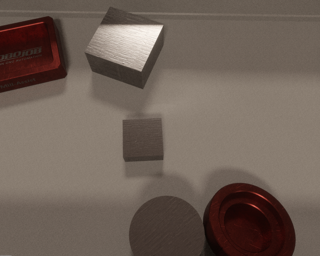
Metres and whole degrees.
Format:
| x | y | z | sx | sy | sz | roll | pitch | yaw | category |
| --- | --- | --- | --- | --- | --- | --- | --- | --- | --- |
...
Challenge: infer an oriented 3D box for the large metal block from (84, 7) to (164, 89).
| x | y | z | sx | sy | sz | roll | pitch | yaw | category |
| --- | --- | --- | --- | --- | --- | --- | --- | --- | --- |
| -0.047 | -0.112 | 0.437 | 0.080 | 0.050 | 0.080 | 20 | 71 | 7 | large metal block |

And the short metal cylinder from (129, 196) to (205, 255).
| x | y | z | sx | sy | sz | roll | pitch | yaw | category |
| --- | --- | --- | --- | --- | --- | --- | --- | --- | --- |
| 0.007 | 0.121 | 0.352 | 0.081 | 0.050 | 0.080 | 0 | 70 | 0 | short metal cylinder |

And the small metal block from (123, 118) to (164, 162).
| x | y | z | sx | sy | sz | roll | pitch | yaw | category |
| --- | --- | --- | --- | --- | --- | --- | --- | --- | --- |
| -0.022 | 0.016 | 0.404 | 0.050 | 0.025 | 0.050 | -3 | 70 | -2 | small metal block |

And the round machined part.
| x | y | z | sx | sy | sz | roll | pitch | yaw | category |
| --- | --- | --- | --- | --- | --- | --- | --- | --- | --- |
| 0.095 | 0.115 | 0.348 | 0.099 | 0.042 | 0.098 | 8 | 49 | -10 | round machined part |

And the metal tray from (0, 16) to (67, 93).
| x | y | z | sx | sy | sz | roll | pitch | yaw | category |
| --- | --- | --- | --- | --- | --- | --- | --- | --- | --- |
| -0.208 | -0.102 | 0.441 | 0.131 | 0.030 | 0.090 | -14 | 71 | -6 | metal tray |
